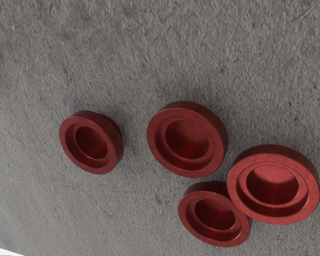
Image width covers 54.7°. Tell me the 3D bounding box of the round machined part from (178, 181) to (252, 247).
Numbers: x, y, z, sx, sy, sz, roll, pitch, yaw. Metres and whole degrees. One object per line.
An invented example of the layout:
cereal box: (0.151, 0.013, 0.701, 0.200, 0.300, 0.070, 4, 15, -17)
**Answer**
round machined part: (0.078, 0.112, 0.424, 0.098, 0.042, 0.097, 13, 124, 21)

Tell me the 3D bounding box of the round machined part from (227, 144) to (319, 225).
round machined part: (0.131, 0.061, 0.362, 0.098, 0.042, 0.097, 11, 120, 19)

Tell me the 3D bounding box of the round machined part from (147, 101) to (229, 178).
round machined part: (0.037, 0.010, 0.383, 0.098, 0.042, 0.097, 13, 124, 21)

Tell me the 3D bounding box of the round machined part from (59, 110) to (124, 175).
round machined part: (-0.095, 0.017, 0.457, 0.098, 0.042, 0.097, 13, 124, 21)
